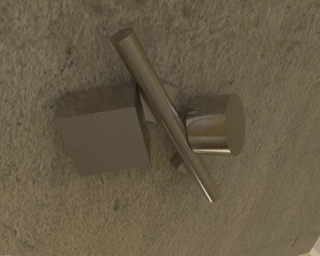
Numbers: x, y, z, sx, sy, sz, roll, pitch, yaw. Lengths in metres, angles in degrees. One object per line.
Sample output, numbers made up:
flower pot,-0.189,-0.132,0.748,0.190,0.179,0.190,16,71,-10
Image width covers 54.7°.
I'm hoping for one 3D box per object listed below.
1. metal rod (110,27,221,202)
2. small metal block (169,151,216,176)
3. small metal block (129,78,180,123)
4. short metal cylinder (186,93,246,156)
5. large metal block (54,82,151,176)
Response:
metal rod,0.023,0.008,0.396,0.025,0.025,0.299,-36,130,-5
small metal block,0.051,0.043,0.465,0.050,0.025,0.050,27,103,-38
small metal block,-0.012,-0.037,0.381,0.050,0.025,0.050,13,112,-34
short metal cylinder,0.076,-0.004,0.407,0.080,0.050,0.079,2,87,-58
large metal block,-0.058,0.002,0.342,0.080,0.050,0.080,-9,127,4
